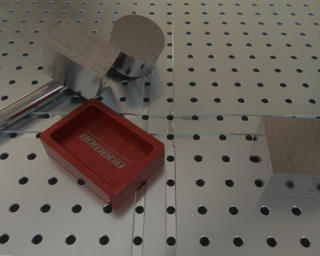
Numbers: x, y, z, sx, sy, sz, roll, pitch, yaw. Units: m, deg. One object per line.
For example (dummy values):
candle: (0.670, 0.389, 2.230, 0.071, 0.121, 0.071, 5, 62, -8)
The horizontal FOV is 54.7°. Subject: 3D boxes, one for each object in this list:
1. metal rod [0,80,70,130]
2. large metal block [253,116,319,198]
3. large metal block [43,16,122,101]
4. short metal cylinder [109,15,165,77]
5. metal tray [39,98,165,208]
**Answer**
metal rod: (-0.131, -0.076, 0.470, 0.025, 0.025, 0.302, 37, 59, 27)
large metal block: (0.160, 0.034, 0.364, 0.080, 0.050, 0.080, 3, 50, 2)
large metal block: (-0.109, -0.090, 0.424, 0.080, 0.080, 0.050, 31, 64, -10)
short metal cylinder: (-0.038, -0.126, 0.478, 0.081, 0.050, 0.080, 7, 67, -16)
metal tray: (-0.070, 0.024, 0.382, 0.130, 0.030, 0.090, 33, 57, 24)
